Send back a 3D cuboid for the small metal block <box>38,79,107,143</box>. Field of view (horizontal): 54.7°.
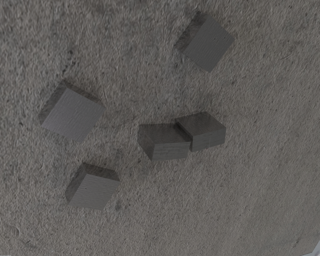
[{"bbox_3d":[-0.097,-0.018,0.343,0.050,0.025,0.050,30,102,-38],"label":"small metal block"}]

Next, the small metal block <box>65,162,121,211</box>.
[{"bbox_3d":[-0.088,0.078,0.406,0.050,0.025,0.050,22,106,-36],"label":"small metal block"}]

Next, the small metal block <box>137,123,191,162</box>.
[{"bbox_3d":[0.004,0.017,0.403,0.050,0.050,0.025,-3,120,-27],"label":"small metal block"}]

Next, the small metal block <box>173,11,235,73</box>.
[{"bbox_3d":[0.053,-0.102,0.372,0.050,0.025,0.050,27,103,-38],"label":"small metal block"}]

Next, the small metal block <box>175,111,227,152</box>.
[{"bbox_3d":[0.054,0.004,0.422,0.050,0.050,0.025,-13,124,-21],"label":"small metal block"}]
